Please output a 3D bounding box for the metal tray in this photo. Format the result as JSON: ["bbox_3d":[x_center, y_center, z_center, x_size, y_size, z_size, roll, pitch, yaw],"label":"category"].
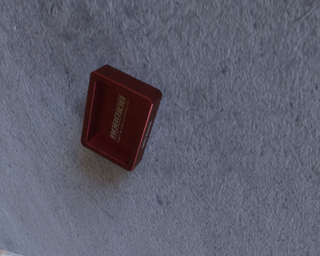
[{"bbox_3d":[-0.057,-0.011,0.427,0.090,0.030,0.129,27,128,11],"label":"metal tray"}]
